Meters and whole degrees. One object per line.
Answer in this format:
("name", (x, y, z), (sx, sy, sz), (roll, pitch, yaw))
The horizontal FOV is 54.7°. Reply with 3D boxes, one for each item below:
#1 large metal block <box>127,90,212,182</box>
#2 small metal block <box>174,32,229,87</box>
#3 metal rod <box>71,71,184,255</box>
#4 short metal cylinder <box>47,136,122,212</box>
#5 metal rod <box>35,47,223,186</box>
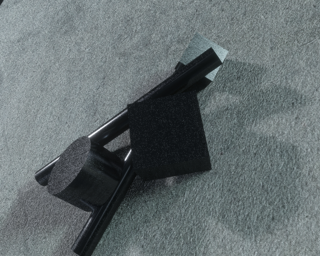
("large metal block", (0.011, 0.011, 0.358), (0.080, 0.050, 0.080), (-11, 65, 7))
("small metal block", (0.055, -0.091, 0.416), (0.050, 0.025, 0.050), (30, 74, -3))
("metal rod", (-0.022, 0.022, 0.403), (0.025, 0.025, 0.300), (19, 71, 35))
("short metal cylinder", (-0.094, 0.057, 0.387), (0.080, 0.050, 0.080), (-33, 35, 27))
("metal rod", (-0.051, -0.008, 0.414), (0.300, 0.025, 0.025), (-34, 51, 14))
